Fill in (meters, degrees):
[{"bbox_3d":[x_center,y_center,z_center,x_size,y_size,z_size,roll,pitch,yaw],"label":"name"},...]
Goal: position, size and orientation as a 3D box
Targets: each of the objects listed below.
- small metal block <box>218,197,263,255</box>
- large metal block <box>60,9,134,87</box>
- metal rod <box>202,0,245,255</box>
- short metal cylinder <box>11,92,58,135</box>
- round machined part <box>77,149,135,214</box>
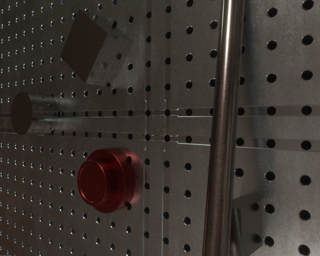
[{"bbox_3d":[0.084,0.102,0.322,0.025,0.050,0.050,-2,89,40],"label":"small metal block"},{"bbox_3d":[-0.098,-0.120,0.471,0.080,0.050,0.080,45,117,30],"label":"large metal block"},{"bbox_3d":[0.066,-0.016,0.314,0.025,0.025,0.299,-3,76,39],"label":"metal rod"},{"bbox_3d":[-0.238,-0.027,0.585,0.080,0.050,0.079,0,90,39],"label":"short metal cylinder"},{"bbox_3d":[-0.088,0.080,0.468,0.098,0.042,0.097,0,90,39],"label":"round machined part"}]
